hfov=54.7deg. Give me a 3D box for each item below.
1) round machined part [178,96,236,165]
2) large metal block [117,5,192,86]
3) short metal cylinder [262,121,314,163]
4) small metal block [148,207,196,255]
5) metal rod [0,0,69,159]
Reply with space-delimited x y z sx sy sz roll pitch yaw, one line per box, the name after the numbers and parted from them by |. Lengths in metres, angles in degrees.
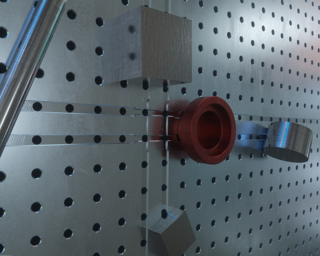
0.065 0.003 0.455 0.099 0.042 0.097 0 90 -40 | round machined part
-0.006 -0.098 0.389 0.081 0.050 0.079 -1 91 -40 | large metal block
0.238 0.027 0.577 0.080 0.080 0.050 31 71 -36 | short metal cylinder
0.018 0.147 0.427 0.050 0.025 0.050 -32 110 -36 | small metal block
-0.123 -0.086 0.306 0.025 0.025 0.299 28 72 -37 | metal rod
